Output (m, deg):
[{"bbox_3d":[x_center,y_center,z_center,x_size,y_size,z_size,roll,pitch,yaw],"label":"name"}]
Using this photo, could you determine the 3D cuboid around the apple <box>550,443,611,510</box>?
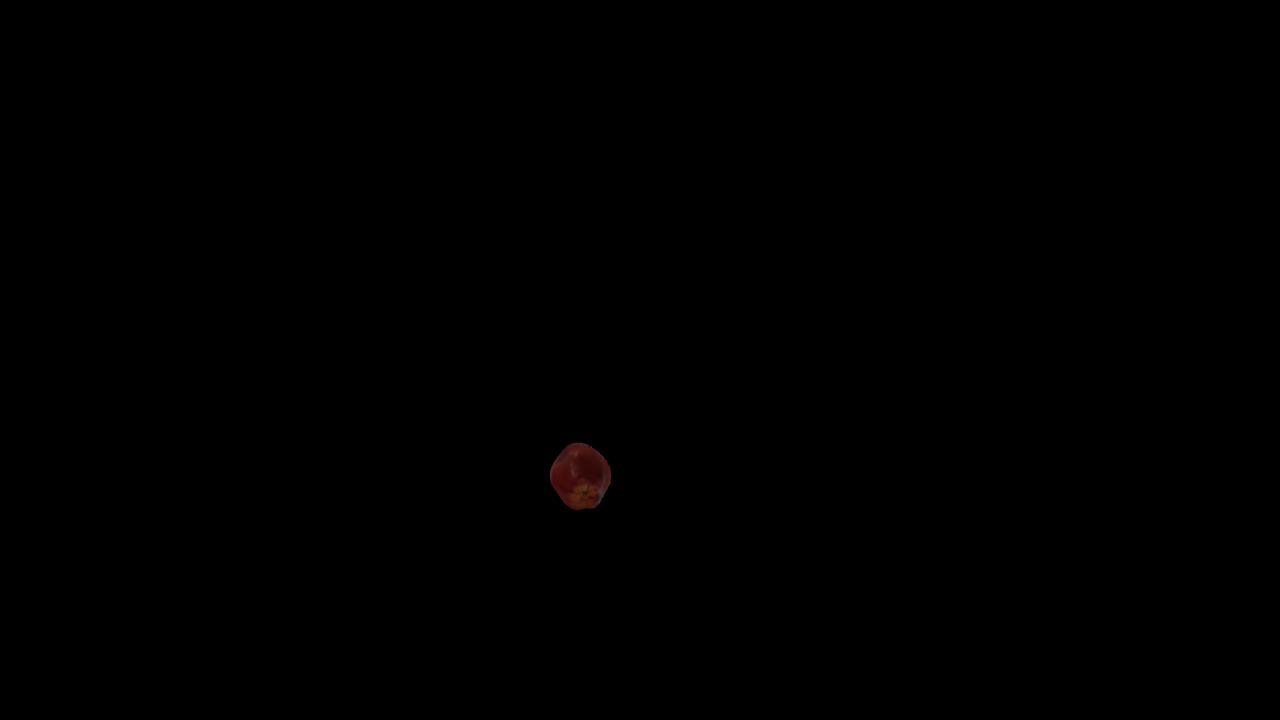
[{"bbox_3d":[-0.075,0.147,0.783,0.079,0.079,0.093,0,19,-7],"label":"apple"}]
